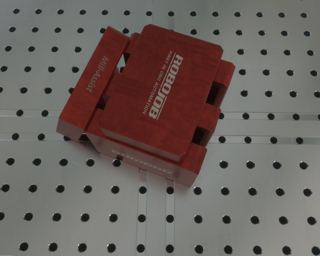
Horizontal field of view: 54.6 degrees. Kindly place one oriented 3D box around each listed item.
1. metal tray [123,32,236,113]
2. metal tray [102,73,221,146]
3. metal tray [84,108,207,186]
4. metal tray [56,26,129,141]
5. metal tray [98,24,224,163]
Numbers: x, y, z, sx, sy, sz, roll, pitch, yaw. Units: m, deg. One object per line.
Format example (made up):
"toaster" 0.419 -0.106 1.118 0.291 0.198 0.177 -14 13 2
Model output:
"metal tray" 0.022 -0.067 0.401 0.130 0.090 0.030 19 72 7
"metal tray" 0.001 -0.015 0.381 0.130 0.090 0.030 19 70 5
"metal tray" -0.016 0.026 0.367 0.130 0.090 0.030 20 72 7
"metal tray" -0.086 -0.053 0.393 0.030 0.090 0.130 27 71 -14
"metal tray" 0.004 -0.039 0.327 0.090 0.030 0.130 20 71 7
